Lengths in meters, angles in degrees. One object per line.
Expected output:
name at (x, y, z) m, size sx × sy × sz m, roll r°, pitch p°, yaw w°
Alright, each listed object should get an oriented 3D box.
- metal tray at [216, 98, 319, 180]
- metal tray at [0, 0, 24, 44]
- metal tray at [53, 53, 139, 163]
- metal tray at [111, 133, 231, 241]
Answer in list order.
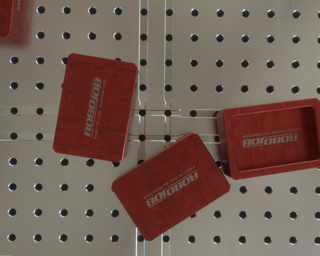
metal tray at (0.146, 0.013, 0.406) m, size 0.131 × 0.030 × 0.089 m, roll -7°, pitch 90°, yaw -7°
metal tray at (-0.230, -0.183, 0.407) m, size 0.091 × 0.030 × 0.129 m, roll 6°, pitch 90°, yaw -1°
metal tray at (-0.083, -0.026, 0.410) m, size 0.091 × 0.030 × 0.129 m, roll 9°, pitch 90°, yaw -1°
metal tray at (0.014, 0.076, 0.411) m, size 0.130 × 0.030 × 0.090 m, roll -32°, pitch 90°, yaw -1°
